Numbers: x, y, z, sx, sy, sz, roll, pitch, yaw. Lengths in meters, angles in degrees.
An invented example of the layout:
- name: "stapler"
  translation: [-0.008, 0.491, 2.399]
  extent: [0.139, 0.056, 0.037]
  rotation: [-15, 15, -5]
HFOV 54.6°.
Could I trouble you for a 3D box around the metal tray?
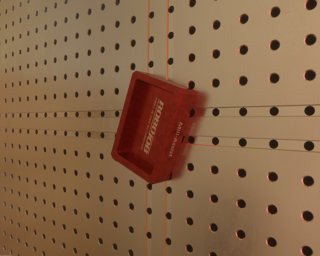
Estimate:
- name: "metal tray"
  translation: [-0.013, -0.002, 0.417]
  extent: [0.090, 0.030, 0.129]
  rotation: [27, 107, 36]
